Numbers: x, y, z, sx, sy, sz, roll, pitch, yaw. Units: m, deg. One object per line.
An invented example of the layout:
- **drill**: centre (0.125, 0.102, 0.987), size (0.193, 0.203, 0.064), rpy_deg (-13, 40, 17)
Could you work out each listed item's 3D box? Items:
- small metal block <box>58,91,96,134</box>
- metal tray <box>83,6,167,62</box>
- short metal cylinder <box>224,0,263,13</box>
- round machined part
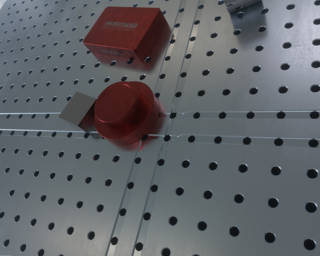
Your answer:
- **small metal block**: centre (-0.123, -0.025, 0.489), size (0.050, 0.025, 0.050), rpy_deg (21, 73, 36)
- **metal tray**: centre (-0.063, -0.167, 0.541), size (0.130, 0.030, 0.090), rpy_deg (17, 70, 34)
- **short metal cylinder**: centre (0.112, -0.214, 0.446), size (0.050, 0.080, 0.080), rpy_deg (-16, 56, 19)
- **round machined part**: centre (-0.053, -0.028, 0.443), size (0.098, 0.042, 0.098), rpy_deg (-13, 56, 21)
